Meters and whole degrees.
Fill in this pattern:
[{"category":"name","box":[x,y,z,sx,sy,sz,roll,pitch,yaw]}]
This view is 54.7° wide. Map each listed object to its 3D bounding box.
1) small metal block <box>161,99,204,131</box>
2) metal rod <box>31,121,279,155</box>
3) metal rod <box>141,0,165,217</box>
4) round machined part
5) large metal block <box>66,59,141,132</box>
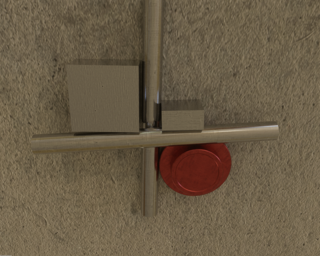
[{"category":"small metal block","box":[0.027,-0.018,0.392,0.050,0.050,0.025,-1,110,0]},{"category":"metal rod","box":[-0.003,0.012,0.389,0.302,0.025,0.025,-3,110,-4]},{"category":"metal rod","box":[-0.011,-0.016,0.405,0.025,0.025,0.298,1,110,-1]},{"category":"round machined part","box":[0.048,0.052,0.421,0.099,0.042,0.097,0,110,-1]},{"category":"large metal block","box":[-0.065,-0.041,0.381,0.081,0.050,0.079,1,110,-1]}]
